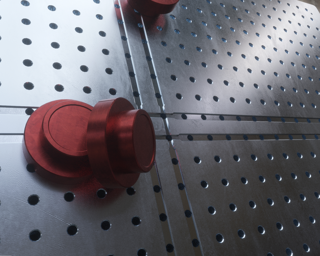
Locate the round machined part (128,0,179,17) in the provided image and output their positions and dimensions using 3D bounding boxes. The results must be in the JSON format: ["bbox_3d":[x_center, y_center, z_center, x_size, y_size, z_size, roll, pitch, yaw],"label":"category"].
[{"bbox_3d":[-0.018,-0.231,0.530,0.099,0.042,0.098,14,56,-21],"label":"round machined part"}]

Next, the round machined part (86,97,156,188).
[{"bbox_3d":[-0.035,0.015,0.334,0.042,0.098,0.098,-6,55,18],"label":"round machined part"}]

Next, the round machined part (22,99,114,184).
[{"bbox_3d":[-0.096,0.009,0.341,0.099,0.042,0.098,14,56,-21],"label":"round machined part"}]
